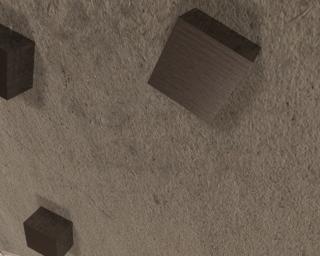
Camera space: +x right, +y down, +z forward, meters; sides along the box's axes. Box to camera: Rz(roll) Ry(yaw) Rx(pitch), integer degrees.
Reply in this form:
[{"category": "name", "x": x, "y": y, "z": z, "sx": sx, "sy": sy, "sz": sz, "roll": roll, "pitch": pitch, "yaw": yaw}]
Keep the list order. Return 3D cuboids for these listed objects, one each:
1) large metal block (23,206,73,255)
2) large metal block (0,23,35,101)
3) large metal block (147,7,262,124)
[{"category": "large metal block", "x": -0.231, "y": 0.223, "z": 0.647, "sx": 0.080, "sy": 0.050, "sz": 0.079, "roll": 21, "pitch": 126, "yaw": 15}, {"category": "large metal block", "x": -0.234, "y": -0.100, "z": 0.449, "sx": 0.080, "sy": 0.050, "sz": 0.079, "roll": 29, "pitch": 128, "yaw": 9}, {"category": "large metal block", "x": 0.045, "y": -0.065, "z": 0.326, "sx": 0.080, "sy": 0.050, "sz": 0.079, "roll": 34, "pitch": 129, "yaw": 5}]
